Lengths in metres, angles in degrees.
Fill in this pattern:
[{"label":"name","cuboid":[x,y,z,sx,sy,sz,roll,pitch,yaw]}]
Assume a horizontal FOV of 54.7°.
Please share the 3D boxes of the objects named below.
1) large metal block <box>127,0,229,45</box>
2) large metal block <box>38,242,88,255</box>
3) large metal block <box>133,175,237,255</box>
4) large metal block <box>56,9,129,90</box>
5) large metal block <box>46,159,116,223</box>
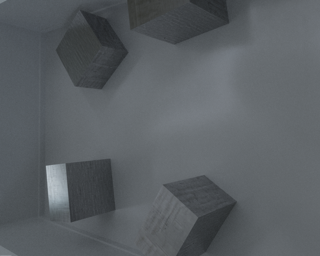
[{"label":"large metal block","cuboid":[0.021,-0.139,0.352,0.080,0.081,0.050,-10,84,39]},{"label":"large metal block","cuboid":[-0.152,0.241,0.496,0.080,0.081,0.050,35,112,34]},{"label":"large metal block","cuboid":[0.029,0.104,0.346,0.050,0.081,0.079,38,113,33]},{"label":"large metal block","cuboid":[-0.106,-0.118,0.475,0.080,0.050,0.080,-47,63,29]},{"label":"large metal block","cuboid":[-0.118,0.091,0.466,0.050,0.081,0.080,-11,83,39]}]
